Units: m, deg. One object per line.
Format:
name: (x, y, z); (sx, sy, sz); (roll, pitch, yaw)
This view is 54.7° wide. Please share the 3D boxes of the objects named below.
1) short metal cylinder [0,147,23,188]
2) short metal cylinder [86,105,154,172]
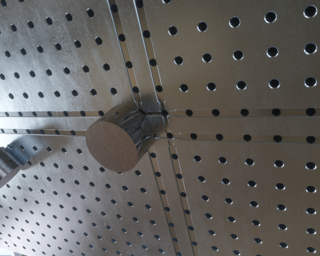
short metal cylinder: (-0.310, 0.081, 0.586); (0.050, 0.080, 0.080); (45, 129, -3)
short metal cylinder: (-0.055, 0.015, 0.431); (0.080, 0.050, 0.079); (13, 124, 20)
